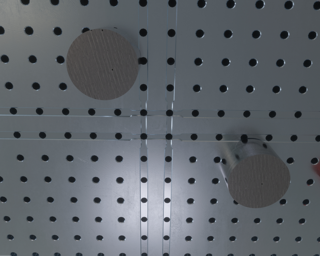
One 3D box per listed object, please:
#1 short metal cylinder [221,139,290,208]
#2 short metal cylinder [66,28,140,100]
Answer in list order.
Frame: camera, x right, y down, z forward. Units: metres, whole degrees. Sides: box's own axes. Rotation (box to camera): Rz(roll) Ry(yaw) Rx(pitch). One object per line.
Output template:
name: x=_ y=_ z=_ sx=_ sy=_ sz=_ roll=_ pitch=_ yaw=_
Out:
short metal cylinder: x=0.128 y=0.061 z=0.424 sx=0.081 sy=0.050 sz=0.079 roll=0 pitch=110 yaw=0
short metal cylinder: x=-0.064 y=-0.078 z=0.370 sx=0.081 sy=0.050 sz=0.079 roll=0 pitch=110 yaw=0
